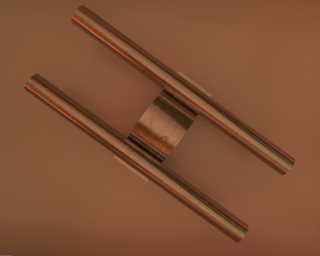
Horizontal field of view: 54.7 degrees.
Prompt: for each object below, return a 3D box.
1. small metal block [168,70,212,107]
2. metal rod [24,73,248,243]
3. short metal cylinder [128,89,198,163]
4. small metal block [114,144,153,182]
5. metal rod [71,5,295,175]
[{"bbox_3d":[0.035,-0.045,0.397,0.050,0.050,0.025,37,90,-1],"label":"small metal block"},{"bbox_3d":[-0.027,0.035,0.361,0.301,0.025,0.025,36,90,0],"label":"metal rod"},{"bbox_3d":[0.003,-0.003,0.382,0.050,0.080,0.080,37,90,-1],"label":"short metal cylinder"},{"bbox_3d":[-0.028,0.040,0.397,0.050,0.050,0.025,37,90,-1],"label":"small metal block"},{"bbox_3d":[0.027,-0.043,0.360,0.301,0.025,0.025,36,90,-1],"label":"metal rod"}]
